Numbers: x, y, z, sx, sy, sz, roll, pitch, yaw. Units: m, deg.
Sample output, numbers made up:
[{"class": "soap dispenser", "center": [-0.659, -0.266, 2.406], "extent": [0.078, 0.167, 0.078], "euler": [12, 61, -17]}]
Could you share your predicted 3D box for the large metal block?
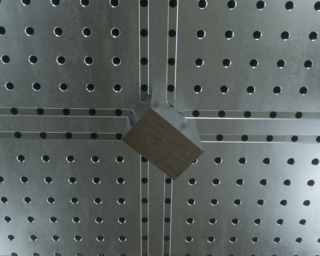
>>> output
[{"class": "large metal block", "center": [0.003, 0.006, 0.386], "extent": [0.080, 0.080, 0.050], "euler": [39, 106, -14]}]
